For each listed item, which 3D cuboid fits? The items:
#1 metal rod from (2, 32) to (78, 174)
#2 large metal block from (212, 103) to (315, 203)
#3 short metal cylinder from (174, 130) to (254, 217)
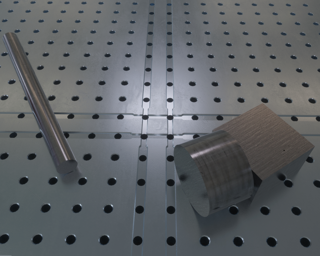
[{"bbox_3d":[-0.184,-0.054,0.451,0.025,0.025,0.300,-23,54,-19],"label":"metal rod"},{"bbox_3d":[0.116,0.027,0.369,0.081,0.050,0.080,-26,55,-21],"label":"large metal block"},{"bbox_3d":[0.055,0.047,0.332,0.050,0.080,0.080,-19,53,-15],"label":"short metal cylinder"}]
